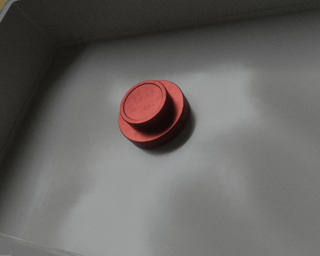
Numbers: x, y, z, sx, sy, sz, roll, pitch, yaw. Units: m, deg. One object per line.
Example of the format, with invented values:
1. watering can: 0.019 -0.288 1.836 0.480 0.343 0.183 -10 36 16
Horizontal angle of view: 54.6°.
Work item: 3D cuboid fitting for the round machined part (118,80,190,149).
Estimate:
1. round machined part: -0.014 -0.025 0.414 0.098 0.042 0.098 -13 56 21
